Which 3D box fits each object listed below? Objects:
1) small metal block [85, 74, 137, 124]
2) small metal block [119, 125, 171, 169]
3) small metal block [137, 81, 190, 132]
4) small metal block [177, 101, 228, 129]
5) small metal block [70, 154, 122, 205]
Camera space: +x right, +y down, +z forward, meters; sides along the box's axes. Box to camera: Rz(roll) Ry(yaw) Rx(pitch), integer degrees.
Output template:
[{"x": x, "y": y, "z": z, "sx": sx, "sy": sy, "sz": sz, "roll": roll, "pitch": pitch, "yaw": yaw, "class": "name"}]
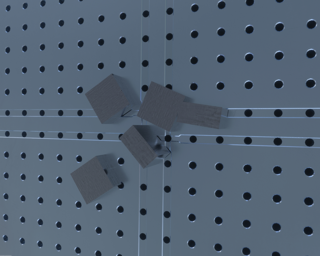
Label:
[{"x": -0.069, "y": -0.040, "z": 0.436, "sx": 0.050, "sy": 0.025, "sz": 0.050, "roll": -34, "pitch": 79, "yaw": 16, "class": "small metal block"}, {"x": -0.018, "y": 0.023, "z": 0.405, "sx": 0.025, "sy": 0.050, "sz": 0.050, "roll": -43, "pitch": 77, "yaw": 15, "class": "small metal block"}, {"x": 0.005, "y": -0.028, "z": 0.410, "sx": 0.050, "sy": 0.025, "sz": 0.050, "roll": 26, "pitch": 98, "yaw": 17, "class": "small metal block"}, {"x": 0.053, "y": -0.015, "z": 0.380, "sx": 0.050, "sy": 0.050, "sz": 0.025, "roll": 10, "pitch": 94, "yaw": 19, "class": "small metal block"}, {"x": -0.092, "y": 0.073, "z": 0.444, "sx": 0.050, "sy": 0.025, "sz": 0.050, "roll": -35, "pitch": 79, "yaw": 16, "class": "small metal block"}]
